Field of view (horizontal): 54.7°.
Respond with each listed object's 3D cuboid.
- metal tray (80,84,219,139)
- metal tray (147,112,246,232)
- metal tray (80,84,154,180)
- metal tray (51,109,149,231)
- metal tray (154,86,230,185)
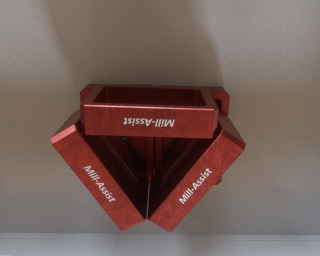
[{"bbox_3d":[-0.010,-0.021,0.334,0.131,0.090,0.030,2,111,-1],"label":"metal tray"},{"bbox_3d":[0.036,0.044,0.358,0.030,0.090,0.129,34,107,-12],"label":"metal tray"},{"bbox_3d":[-0.053,0.009,0.411,0.091,0.030,0.129,0,109,0],"label":"metal tray"},{"bbox_3d":[-0.061,0.041,0.357,0.030,0.090,0.130,-30,108,11],"label":"metal tray"},{"bbox_3d":[0.039,0.011,0.412,0.091,0.030,0.129,1,109,-1],"label":"metal tray"}]
